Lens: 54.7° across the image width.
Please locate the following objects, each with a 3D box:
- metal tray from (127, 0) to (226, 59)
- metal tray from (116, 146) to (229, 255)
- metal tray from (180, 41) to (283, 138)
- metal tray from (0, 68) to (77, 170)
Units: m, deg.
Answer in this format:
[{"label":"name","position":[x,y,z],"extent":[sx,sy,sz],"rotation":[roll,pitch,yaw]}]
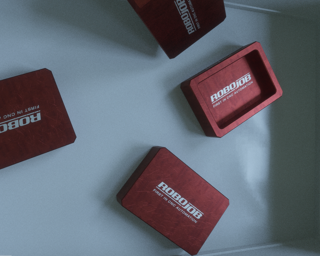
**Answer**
[{"label":"metal tray","position":[0.024,-0.138,0.351],"extent":[0.090,0.130,0.030],"rotation":[-36,73,8]},{"label":"metal tray","position":[0.020,0.097,0.415],"extent":[0.130,0.030,0.090],"rotation":[40,77,-16]},{"label":"metal tray","position":[0.105,-0.055,0.446],"extent":[0.131,0.030,0.090],"rotation":[-32,101,-17]},{"label":"metal tray","position":[-0.172,-0.005,0.344],"extent":[0.131,0.030,0.090],"rotation":[-21,97,-19]}]
